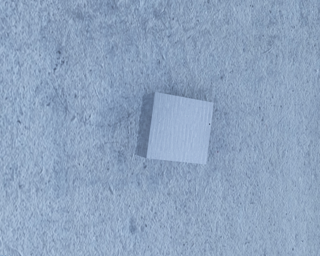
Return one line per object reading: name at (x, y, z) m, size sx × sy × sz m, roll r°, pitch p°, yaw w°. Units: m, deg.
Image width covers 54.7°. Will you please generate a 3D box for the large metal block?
large metal block at (0.018, 0.001, 0.405) m, size 0.081 × 0.050 × 0.080 m, roll 8°, pitch 87°, yaw -20°
